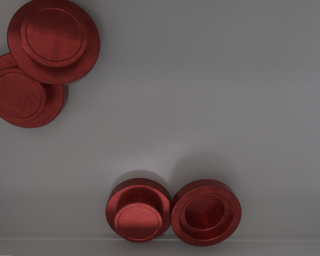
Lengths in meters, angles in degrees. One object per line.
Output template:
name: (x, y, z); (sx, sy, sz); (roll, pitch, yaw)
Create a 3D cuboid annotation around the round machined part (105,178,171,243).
round machined part: (-0.030, 0.125, 0.448); (0.099, 0.042, 0.097); (0, 110, 0)

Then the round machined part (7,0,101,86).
round machined part: (-0.116, -0.097, 0.344); (0.099, 0.042, 0.097); (0, 89, -17)

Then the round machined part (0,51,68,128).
round machined part: (-0.169, -0.045, 0.384); (0.099, 0.042, 0.097); (0, 110, 0)

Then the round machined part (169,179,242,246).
round machined part: (0.062, 0.115, 0.442); (0.099, 0.042, 0.097); (-2, 110, -6)
